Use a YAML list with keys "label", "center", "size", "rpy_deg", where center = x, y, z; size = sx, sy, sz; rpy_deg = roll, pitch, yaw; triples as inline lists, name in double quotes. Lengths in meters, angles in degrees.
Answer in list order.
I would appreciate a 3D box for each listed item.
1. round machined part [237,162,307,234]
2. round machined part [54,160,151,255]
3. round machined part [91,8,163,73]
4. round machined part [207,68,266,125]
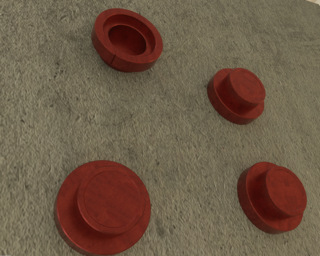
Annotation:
- label: "round machined part"
  center: [0.159, 0.091, 0.423]
  size: [0.099, 0.042, 0.098]
  rpy_deg: [14, 56, -21]
- label: "round machined part"
  center: [-0.054, 0.077, 0.316]
  size: [0.099, 0.042, 0.098]
  rpy_deg: [14, 56, -21]
- label: "round machined part"
  center: [-0.049, -0.118, 0.438]
  size: [0.099, 0.042, 0.098]
  rpy_deg: [14, 56, -21]
- label: "round machined part"
  center: [0.129, -0.058, 0.497]
  size: [0.099, 0.042, 0.098]
  rpy_deg: [14, 56, -21]
